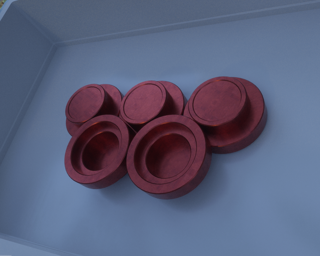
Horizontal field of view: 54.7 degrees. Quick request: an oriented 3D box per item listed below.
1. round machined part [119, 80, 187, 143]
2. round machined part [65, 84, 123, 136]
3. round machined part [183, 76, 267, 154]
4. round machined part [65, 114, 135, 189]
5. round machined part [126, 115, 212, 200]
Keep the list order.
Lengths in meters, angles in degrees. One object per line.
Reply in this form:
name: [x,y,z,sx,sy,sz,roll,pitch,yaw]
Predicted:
round machined part: [-0.014,-0.024,0.414,0.098,0.042,0.098,-14,55,21]
round machined part: [-0.100,-0.027,0.460,0.098,0.042,0.098,-13,56,20]
round machined part: [0.072,-0.022,0.367,0.098,0.042,0.098,-14,55,21]
round machined part: [-0.073,0.034,0.410,0.098,0.042,0.098,-13,56,21]
round machined part: [0.013,0.036,0.363,0.098,0.042,0.098,-13,56,21]
